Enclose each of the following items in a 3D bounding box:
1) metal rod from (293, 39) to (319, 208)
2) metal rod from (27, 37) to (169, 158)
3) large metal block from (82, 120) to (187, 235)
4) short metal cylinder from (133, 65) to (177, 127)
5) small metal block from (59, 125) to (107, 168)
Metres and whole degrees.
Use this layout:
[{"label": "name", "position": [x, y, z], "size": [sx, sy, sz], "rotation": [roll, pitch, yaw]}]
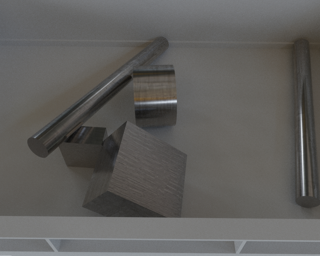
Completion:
[{"label": "metal rod", "position": [0.201, -0.030, 0.432], "size": [0.025, 0.025, 0.300], "rotation": [12, 51, 9]}, {"label": "metal rod", "position": [-0.059, -0.062, 0.416], "size": [0.025, 0.025, 0.301], "rotation": [20, 40, 16]}, {"label": "large metal block", "position": [-0.022, 0.052, 0.320], "size": [0.080, 0.050, 0.080], "rotation": [31, 46, -23]}, {"label": "short metal cylinder", "position": [-0.007, -0.041, 0.404], "size": [0.050, 0.080, 0.080], "rotation": [-3, 50, -3]}, {"label": "small metal block", "position": [-0.088, 0.023, 0.368], "size": [0.050, 0.050, 0.025], "rotation": [4, 50, 3]}]
